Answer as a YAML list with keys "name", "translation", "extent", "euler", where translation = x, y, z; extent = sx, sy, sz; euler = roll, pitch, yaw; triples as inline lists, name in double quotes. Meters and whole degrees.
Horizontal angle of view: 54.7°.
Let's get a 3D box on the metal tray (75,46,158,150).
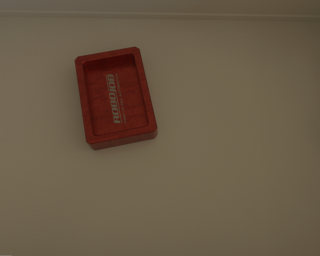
- name: "metal tray"
  translation: [-0.060, -0.042, 0.421]
  extent: [0.091, 0.030, 0.129]
  euler: [-11, 70, -5]
